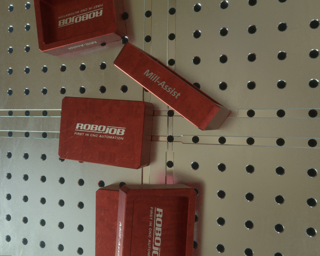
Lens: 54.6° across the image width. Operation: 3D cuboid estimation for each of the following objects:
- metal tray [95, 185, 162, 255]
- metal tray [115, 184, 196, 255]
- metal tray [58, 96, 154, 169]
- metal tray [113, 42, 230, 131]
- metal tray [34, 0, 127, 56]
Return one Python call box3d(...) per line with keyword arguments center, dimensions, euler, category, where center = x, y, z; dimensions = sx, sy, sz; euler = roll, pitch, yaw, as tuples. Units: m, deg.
box3d(center=(-0.042, 0.148, 0.425), dimensions=(0.090, 0.030, 0.129), euler=(1, 90, 20), category="metal tray")
box3d(center=(-0.006, 0.136, 0.378), dimensions=(0.091, 0.030, 0.129), euler=(4, 89, -22), category="metal tray")
box3d(center=(-0.078, 0.004, 0.438), dimensions=(0.130, 0.030, 0.090), euler=(5, 92, 20), category="metal tray")
box3d(center=(0.018, -0.048, 0.372), dimensions=(0.130, 0.090, 0.030), euler=(38, 102, 16), category="metal tray")
box3d(center=(-0.118, -0.164, 0.452), dimensions=(0.130, 0.030, 0.090), euler=(-8, 87, 19), category="metal tray")
